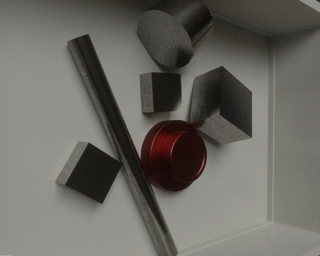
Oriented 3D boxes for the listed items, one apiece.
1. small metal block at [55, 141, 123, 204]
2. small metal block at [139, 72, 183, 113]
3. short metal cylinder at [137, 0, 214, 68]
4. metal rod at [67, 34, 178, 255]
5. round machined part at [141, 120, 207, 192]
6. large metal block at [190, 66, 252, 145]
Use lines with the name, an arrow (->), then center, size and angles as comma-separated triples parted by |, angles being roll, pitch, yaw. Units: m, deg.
small metal block -> -0.077, 0.049, 0.343 | 0.050, 0.025, 0.050 | 39, 66, -33
small metal block -> 0.002, -0.046, 0.410 | 0.050, 0.025, 0.050 | -5, 94, -40
short metal cylinder -> 0.019, -0.123, 0.389 | 0.050, 0.080, 0.080 | -50, 120, -28
metal rod -> -0.038, 0.037, 0.376 | 0.025, 0.025, 0.298 | -33, 111, -35
round machined part -> 0.026, 0.038, 0.419 | 0.099, 0.042, 0.097 | 0, 90, -40
large metal block -> 0.093, -0.031, 0.458 | 0.080, 0.050, 0.080 | 30, 56, -36
